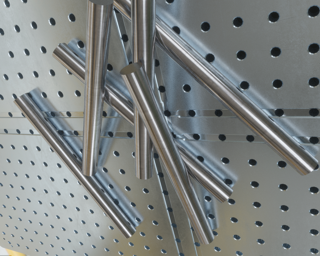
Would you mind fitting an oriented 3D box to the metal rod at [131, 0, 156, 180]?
[{"bbox_3d":[-0.018,-0.063,0.348,0.025,0.025,0.298,15,125,20],"label":"metal rod"}]

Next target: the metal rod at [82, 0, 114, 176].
[{"bbox_3d":[-0.088,-0.028,0.410,0.025,0.025,0.298,28,138,10],"label":"metal rod"}]

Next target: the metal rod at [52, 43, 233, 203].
[{"bbox_3d":[-0.023,-0.007,0.419,0.300,0.025,0.025,41,129,0],"label":"metal rod"}]

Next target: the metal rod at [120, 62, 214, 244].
[{"bbox_3d":[0.021,0.054,0.398,0.025,0.025,0.299,-2,129,29],"label":"metal rod"}]

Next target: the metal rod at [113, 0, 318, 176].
[{"bbox_3d":[0.056,-0.056,0.347,0.300,0.025,0.025,42,129,-1],"label":"metal rod"}]

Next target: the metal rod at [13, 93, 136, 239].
[{"bbox_3d":[-0.139,0.070,0.528,0.025,0.025,0.300,-28,103,37],"label":"metal rod"}]
